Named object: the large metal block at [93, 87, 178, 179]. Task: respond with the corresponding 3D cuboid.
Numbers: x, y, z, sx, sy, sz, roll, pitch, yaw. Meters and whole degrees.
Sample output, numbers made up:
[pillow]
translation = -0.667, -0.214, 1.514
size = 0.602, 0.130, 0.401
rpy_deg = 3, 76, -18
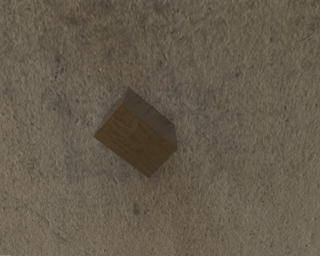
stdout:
[large metal block]
translation = -0.027, 0.003, 0.381
size = 0.080, 0.080, 0.050
rpy_deg = 39, 106, -13
